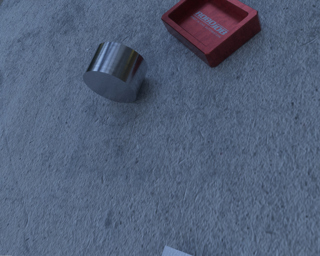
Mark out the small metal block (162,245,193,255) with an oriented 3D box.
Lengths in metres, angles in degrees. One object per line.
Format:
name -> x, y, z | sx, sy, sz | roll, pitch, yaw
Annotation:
small metal block -> 0.023, 0.149, 0.300 | 0.050, 0.025, 0.050 | 9, 66, 31

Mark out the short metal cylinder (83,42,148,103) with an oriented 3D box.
short metal cylinder -> -0.064, -0.079, 0.450 | 0.080, 0.080, 0.050 | 6, 65, 31

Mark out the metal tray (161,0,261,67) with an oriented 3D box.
metal tray -> 0.071, -0.156, 0.458 | 0.090, 0.030, 0.130 | -39, 51, 1
